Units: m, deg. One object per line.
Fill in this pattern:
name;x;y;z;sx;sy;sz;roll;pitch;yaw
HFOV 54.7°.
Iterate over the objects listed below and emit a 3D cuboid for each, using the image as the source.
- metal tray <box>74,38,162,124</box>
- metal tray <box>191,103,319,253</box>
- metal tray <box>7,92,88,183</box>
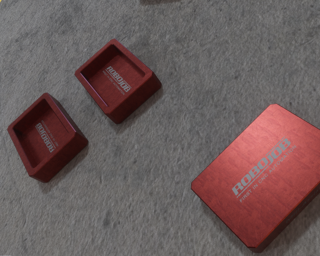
metal tray;-0.069;-0.076;0.481;0.090;0.030;0.130;-42;51;-1
metal tray;0.108;0.047;0.315;0.130;0.030;0.090;-44;51;-3
metal tray;-0.179;0.011;0.485;0.090;0.030;0.130;-44;51;-3
